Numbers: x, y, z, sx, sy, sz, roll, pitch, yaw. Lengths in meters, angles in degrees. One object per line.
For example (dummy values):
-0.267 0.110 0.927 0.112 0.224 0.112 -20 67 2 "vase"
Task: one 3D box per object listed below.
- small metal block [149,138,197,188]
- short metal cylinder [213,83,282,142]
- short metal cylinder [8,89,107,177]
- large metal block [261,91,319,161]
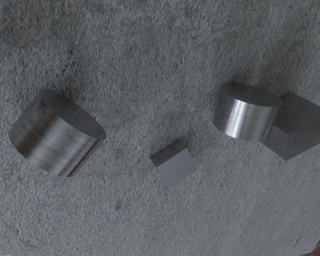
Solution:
0.020 0.052 0.450 0.050 0.025 0.050 -33 129 -7 "small metal block"
0.117 -0.023 0.421 0.081 0.080 0.050 -4 120 -27 "short metal cylinder"
-0.103 0.005 0.318 0.080 0.080 0.050 34 99 -39 "short metal cylinder"
0.198 -0.006 0.476 0.081 0.080 0.050 -23 127 -15 "large metal block"
